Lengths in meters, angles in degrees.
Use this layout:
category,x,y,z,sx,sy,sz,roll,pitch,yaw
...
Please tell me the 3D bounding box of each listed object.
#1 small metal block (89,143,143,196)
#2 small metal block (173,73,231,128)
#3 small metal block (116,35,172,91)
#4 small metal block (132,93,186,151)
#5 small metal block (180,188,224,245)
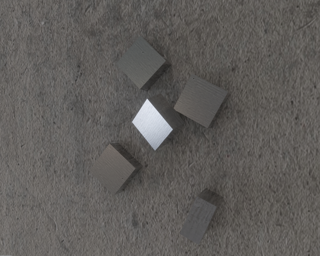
category,x,y,z,sx,sy,sz,roll,pitch,yaw
small metal block,-0.061,0.056,0.431,0.050,0.025,0.050,42,103,15
small metal block,0.053,-0.034,0.390,0.050,0.025,0.050,31,100,17
small metal block,-0.022,-0.086,0.417,0.050,0.025,0.050,-46,76,14
small metal block,-0.003,-0.007,0.398,0.050,0.025,0.050,51,136,13
small metal block,0.052,0.106,0.377,0.025,0.050,0.050,26,99,18
